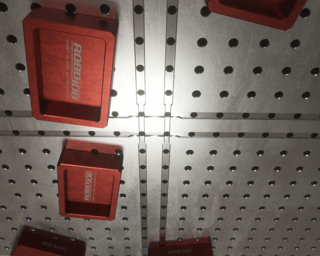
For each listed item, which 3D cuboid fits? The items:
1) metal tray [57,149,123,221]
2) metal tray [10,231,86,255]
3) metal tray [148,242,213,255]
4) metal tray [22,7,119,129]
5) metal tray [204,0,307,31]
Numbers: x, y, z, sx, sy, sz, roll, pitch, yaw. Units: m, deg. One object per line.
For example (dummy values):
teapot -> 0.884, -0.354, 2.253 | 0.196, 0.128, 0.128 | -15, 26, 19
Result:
metal tray -> -0.110, 0.094, 0.486 | 0.091, 0.030, 0.129 | 7, 130, -7
metal tray -> -0.228, 0.258, 0.625 | 0.131, 0.030, 0.089 | 24, 126, -20
metal tray -> 0.046, 0.281, 0.649 | 0.131, 0.030, 0.089 | -7, 130, 5
metal tray -> -0.099, -0.062, 0.353 | 0.091, 0.030, 0.129 | 8, 130, -7
metal tray -> 0.102, -0.161, 0.272 | 0.091, 0.030, 0.129 | 11, 129, -10
